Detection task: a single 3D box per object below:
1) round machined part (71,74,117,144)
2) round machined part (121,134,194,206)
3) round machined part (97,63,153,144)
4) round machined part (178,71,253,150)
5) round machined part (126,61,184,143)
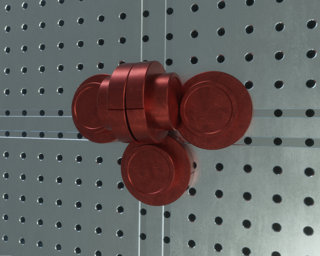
[{"bbox_3d":[-0.083,-0.027,0.431,0.098,0.042,0.097,0,90,19],"label":"round machined part"},{"bbox_3d":[-0.007,0.054,0.405,0.098,0.042,0.097,0,90,19],"label":"round machined part"},{"bbox_3d":[-0.042,-0.030,0.381,0.042,0.098,0.097,1,91,20],"label":"round machined part"},{"bbox_3d":[0.062,-0.022,0.380,0.098,0.042,0.097,0,90,19],"label":"round machined part"},{"bbox_3d":[0.000,-0.031,0.367,0.042,0.098,0.097,-1,90,20],"label":"round machined part"}]
